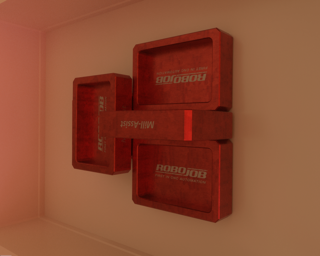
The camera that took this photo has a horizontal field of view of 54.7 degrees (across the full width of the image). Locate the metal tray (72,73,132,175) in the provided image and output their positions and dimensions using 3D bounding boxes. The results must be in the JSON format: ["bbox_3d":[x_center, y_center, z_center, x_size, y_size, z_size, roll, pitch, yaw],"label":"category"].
[{"bbox_3d":[-0.081,-0.006,0.426,0.090,0.030,0.129,2,91,39],"label":"metal tray"}]

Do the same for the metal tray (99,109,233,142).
[{"bbox_3d":[0.005,-0.004,0.356,0.130,0.091,0.030,1,91,39],"label":"metal tray"}]

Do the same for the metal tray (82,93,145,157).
[{"bbox_3d":[-0.080,-0.003,0.463,0.130,0.030,0.089,1,90,39],"label":"metal tray"}]

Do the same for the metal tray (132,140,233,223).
[{"bbox_3d":[0.023,0.056,0.381,0.130,0.030,0.089,1,91,39],"label":"metal tray"}]

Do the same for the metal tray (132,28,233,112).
[{"bbox_3d":[0.023,-0.064,0.381,0.130,0.030,0.089,1,91,39],"label":"metal tray"}]
